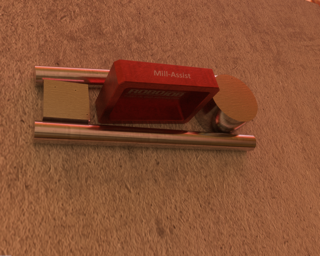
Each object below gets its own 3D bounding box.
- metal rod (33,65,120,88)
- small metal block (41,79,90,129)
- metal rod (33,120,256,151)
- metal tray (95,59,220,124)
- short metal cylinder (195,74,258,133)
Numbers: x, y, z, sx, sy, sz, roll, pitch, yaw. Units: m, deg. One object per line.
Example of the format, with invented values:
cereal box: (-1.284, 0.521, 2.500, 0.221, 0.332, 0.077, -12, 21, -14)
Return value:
metal rod: (-0.016, -0.068, 0.438, 0.303, 0.025, 0.025, -3, 63, -30)
small metal block: (-0.111, -0.027, 0.362, 0.050, 0.025, 0.050, 4, 60, -26)
metal rod: (0.000, 0.013, 0.398, 0.302, 0.025, 0.025, 4, 60, -26)
metal tray: (-0.004, -0.039, 0.384, 0.131, 0.090, 0.030, 0, 62, -28)
short metal cylinder: (0.096, -0.032, 0.460, 0.081, 0.050, 0.080, 14, 56, -21)
